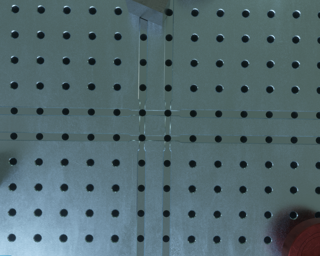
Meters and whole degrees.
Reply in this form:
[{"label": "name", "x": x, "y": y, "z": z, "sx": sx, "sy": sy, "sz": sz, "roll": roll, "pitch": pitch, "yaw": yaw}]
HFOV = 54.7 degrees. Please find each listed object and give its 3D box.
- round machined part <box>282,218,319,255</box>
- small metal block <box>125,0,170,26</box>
[{"label": "round machined part", "x": 0.209, "y": 0.167, "z": 0.408, "sx": 0.099, "sy": 0.042, "sz": 0.097, "roll": 0, "pitch": 90, "yaw": -1}, {"label": "small metal block", "x": -0.015, "y": -0.161, "z": 0.401, "sx": 0.050, "sy": 0.050, "sz": 0.025, "roll": 23, "pitch": 90, "yaw": -1}]
